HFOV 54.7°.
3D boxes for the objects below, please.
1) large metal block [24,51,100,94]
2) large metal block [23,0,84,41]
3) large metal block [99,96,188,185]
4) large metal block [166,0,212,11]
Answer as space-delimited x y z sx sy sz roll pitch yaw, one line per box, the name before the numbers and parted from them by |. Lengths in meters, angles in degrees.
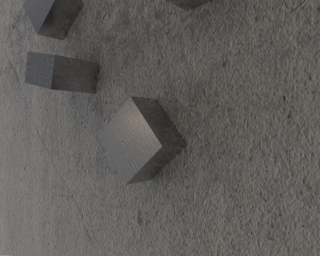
large metal block | -0.158 -0.089 0.500 0.080 0.081 0.050 16 100 39
large metal block | -0.190 -0.216 0.546 0.080 0.050 0.080 -46 63 30
large metal block | -0.025 0.016 0.409 0.080 0.050 0.080 -48 62 29
large metal block | 0.045 -0.192 0.351 0.080 0.050 0.080 -8 85 39
